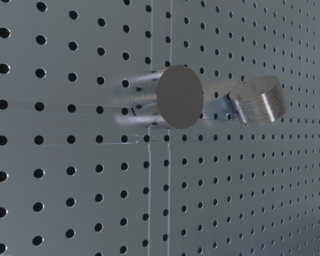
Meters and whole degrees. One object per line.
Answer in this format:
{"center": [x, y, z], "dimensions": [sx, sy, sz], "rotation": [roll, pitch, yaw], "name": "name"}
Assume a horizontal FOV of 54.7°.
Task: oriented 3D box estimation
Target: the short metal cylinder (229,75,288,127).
{"center": [0.161, -0.045, 0.508], "dimensions": [0.080, 0.080, 0.050], "rotation": [-41, 115, -32], "name": "short metal cylinder"}

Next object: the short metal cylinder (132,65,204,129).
{"center": [0.011, -0.038, 0.401], "dimensions": [0.081, 0.050, 0.079], "rotation": [0, 90, -40], "name": "short metal cylinder"}
